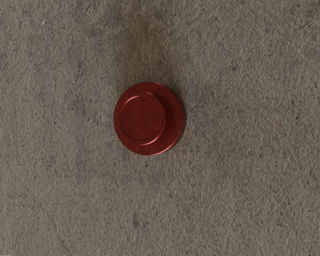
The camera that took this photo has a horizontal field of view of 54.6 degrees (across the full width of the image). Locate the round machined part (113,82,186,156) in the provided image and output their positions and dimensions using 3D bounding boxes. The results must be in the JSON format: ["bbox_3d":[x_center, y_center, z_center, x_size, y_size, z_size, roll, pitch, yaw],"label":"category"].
[{"bbox_3d":[-0.018,-0.012,0.407,0.098,0.042,0.097,0,90,20],"label":"round machined part"}]
